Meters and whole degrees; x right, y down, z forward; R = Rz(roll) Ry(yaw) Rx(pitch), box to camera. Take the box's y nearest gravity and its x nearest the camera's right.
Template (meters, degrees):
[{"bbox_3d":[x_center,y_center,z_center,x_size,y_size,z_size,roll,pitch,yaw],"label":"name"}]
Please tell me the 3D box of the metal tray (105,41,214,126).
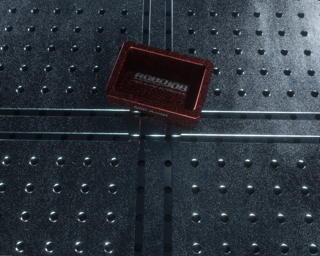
[{"bbox_3d":[0.000,-0.063,0.432,0.131,0.030,0.090,15,71,5],"label":"metal tray"}]
